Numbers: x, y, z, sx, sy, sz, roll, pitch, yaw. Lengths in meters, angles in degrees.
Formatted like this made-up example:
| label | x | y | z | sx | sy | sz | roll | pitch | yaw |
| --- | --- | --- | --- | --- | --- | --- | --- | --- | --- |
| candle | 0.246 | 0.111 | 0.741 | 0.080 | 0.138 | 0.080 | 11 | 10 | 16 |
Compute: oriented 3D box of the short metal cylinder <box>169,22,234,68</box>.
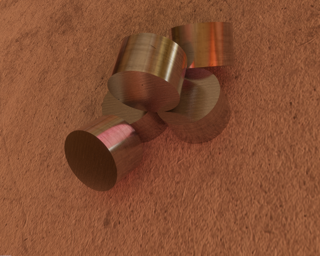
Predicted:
| label | x | y | z | sx | sy | sz | roll | pitch | yaw |
| --- | --- | --- | --- | --- | --- | --- | --- | --- | --- |
| short metal cylinder | 0.053 | -0.102 | 0.395 | 0.080 | 0.080 | 0.050 | 1 | 100 | 28 |

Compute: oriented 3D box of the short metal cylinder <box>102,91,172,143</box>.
| label | x | y | z | sx | sy | sz | roll | pitch | yaw |
| --- | --- | --- | --- | --- | --- | --- | --- | --- | --- |
| short metal cylinder | -0.030 | -0.026 | 0.419 | 0.080 | 0.050 | 0.080 | -13 | 56 | 20 |

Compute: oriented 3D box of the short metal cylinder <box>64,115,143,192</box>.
| label | x | y | z | sx | sy | sz | roll | pitch | yaw |
| --- | --- | --- | --- | --- | --- | --- | --- | --- | --- |
| short metal cylinder | -0.068 | 0.030 | 0.378 | 0.080 | 0.079 | 0.050 | 8 | 27 | 31 |

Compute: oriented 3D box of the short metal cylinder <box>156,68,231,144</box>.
| label | x | y | z | sx | sy | sz | roll | pitch | yaw |
| --- | --- | --- | --- | --- | --- | --- | --- | --- | --- |
| short metal cylinder | 0.041 | -0.027 | 0.382 | 0.080 | 0.050 | 0.080 | -13 | 56 | 20 |

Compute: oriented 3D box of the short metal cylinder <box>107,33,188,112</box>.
| label | x | y | z | sx | sy | sz | roll | pitch | yaw |
| --- | --- | --- | --- | --- | --- | --- | --- | --- | --- |
| short metal cylinder | -0.013 | -0.059 | 0.348 | 0.080 | 0.080 | 0.050 | -1 | 61 | 27 |
